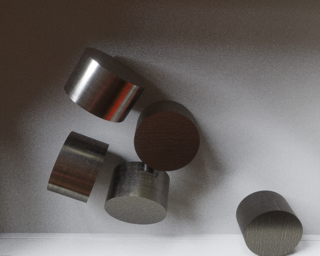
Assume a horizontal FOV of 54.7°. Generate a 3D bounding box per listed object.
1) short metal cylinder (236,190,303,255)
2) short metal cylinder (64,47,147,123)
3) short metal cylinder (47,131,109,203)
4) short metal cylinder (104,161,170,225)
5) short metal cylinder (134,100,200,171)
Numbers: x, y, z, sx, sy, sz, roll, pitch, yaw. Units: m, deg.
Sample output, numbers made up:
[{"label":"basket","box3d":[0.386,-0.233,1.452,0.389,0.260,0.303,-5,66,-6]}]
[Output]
[{"label":"short metal cylinder","box3d":[0.157,0.139,0.452,0.081,0.050,0.079,0,110,-1]},{"label":"short metal cylinder","box3d":[-0.063,-0.050,0.363,0.080,0.080,0.050,31,107,-11]},{"label":"short metal cylinder","box3d":[-0.104,0.050,0.399,0.050,0.080,0.079,21,109,-8]},{"label":"short metal cylinder","box3d":[-0.029,0.088,0.413,0.080,0.050,0.080,4,139,4]},{"label":"short metal cylinder","box3d":[0.008,0.009,0.401,0.081,0.050,0.079,0,110,-1]}]
